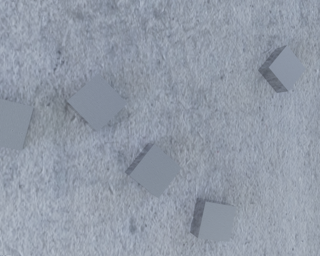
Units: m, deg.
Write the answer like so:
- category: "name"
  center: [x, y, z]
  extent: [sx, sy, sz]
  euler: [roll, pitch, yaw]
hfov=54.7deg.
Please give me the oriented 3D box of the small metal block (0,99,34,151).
- category: "small metal block"
  center: [-0.173, -0.005, 0.345]
  extent: [0.050, 0.025, 0.050]
  euler: [15, 85, -20]

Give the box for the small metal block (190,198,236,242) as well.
- category: "small metal block"
  center: [0.075, 0.130, 0.439]
  extent: [0.050, 0.025, 0.050]
  euler: [14, 85, -20]

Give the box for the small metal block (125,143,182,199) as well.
- category: "small metal block"
  center: [-0.009, 0.055, 0.407]
  extent: [0.050, 0.025, 0.050]
  euler: [42, 77, -16]

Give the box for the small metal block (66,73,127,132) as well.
- category: "small metal block"
  center: [-0.078, -0.030, 0.381]
  extent: [0.050, 0.025, 0.050]
  euler: [-46, 105, -14]

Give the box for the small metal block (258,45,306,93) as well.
- category: "small metal block"
  center: [0.190, -0.091, 0.481]
  extent: [0.050, 0.025, 0.050]
  euler: [45, 76, -15]
